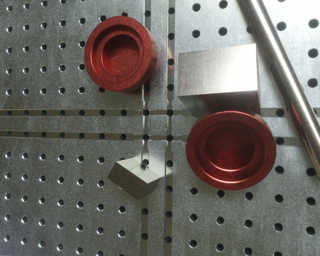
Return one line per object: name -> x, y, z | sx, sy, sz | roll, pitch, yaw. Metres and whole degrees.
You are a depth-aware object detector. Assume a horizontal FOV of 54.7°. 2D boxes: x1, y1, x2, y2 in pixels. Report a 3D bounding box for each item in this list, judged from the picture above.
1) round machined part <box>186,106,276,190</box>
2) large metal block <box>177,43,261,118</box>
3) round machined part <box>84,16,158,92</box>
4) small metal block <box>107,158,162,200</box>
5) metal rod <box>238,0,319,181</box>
round machined part -> 0.082, 0.020, 0.363 | 0.098, 0.042, 0.097 | 4, 112, 11
large metal block -> 0.071, -0.049, 0.353 | 0.080, 0.080, 0.050 | -3, 74, 20
round machined part -> -0.049, -0.097, 0.421 | 0.098, 0.042, 0.097 | 0, 90, 20
small metal block -> -0.033, 0.066, 0.411 | 0.050, 0.050, 0.025 | 32, 100, 17
metal rod -> 0.136, -0.084, 0.364 | 0.025, 0.025, 0.299 | -24, 82, 18
